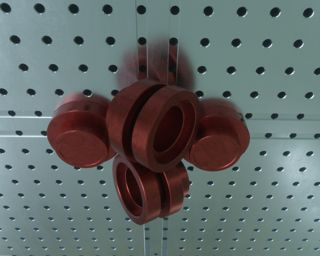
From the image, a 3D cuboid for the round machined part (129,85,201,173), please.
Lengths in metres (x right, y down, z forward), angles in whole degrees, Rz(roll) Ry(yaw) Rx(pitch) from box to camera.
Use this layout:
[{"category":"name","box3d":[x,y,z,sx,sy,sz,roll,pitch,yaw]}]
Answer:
[{"category":"round machined part","box3d":[0.002,-0.002,0.353,0.042,0.099,0.098,25,140,33]}]

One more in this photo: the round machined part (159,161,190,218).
[{"category":"round machined part","box3d":[0.005,0.072,0.437,0.042,0.098,0.097,-15,137,-30]}]

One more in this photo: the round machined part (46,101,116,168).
[{"category":"round machined part","box3d":[-0.101,0.016,0.412,0.099,0.042,0.097,0,130,0]}]

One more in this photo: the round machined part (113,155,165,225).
[{"category":"round machined part","box3d":[-0.025,0.077,0.423,0.042,0.098,0.097,-16,137,-30]}]

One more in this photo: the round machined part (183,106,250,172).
[{"category":"round machined part","box3d":[0.072,0.021,0.419,0.099,0.042,0.097,0,130,0]}]

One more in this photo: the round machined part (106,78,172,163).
[{"category":"round machined part","box3d":[-0.025,-0.012,0.368,0.042,0.099,0.098,25,140,33]}]
